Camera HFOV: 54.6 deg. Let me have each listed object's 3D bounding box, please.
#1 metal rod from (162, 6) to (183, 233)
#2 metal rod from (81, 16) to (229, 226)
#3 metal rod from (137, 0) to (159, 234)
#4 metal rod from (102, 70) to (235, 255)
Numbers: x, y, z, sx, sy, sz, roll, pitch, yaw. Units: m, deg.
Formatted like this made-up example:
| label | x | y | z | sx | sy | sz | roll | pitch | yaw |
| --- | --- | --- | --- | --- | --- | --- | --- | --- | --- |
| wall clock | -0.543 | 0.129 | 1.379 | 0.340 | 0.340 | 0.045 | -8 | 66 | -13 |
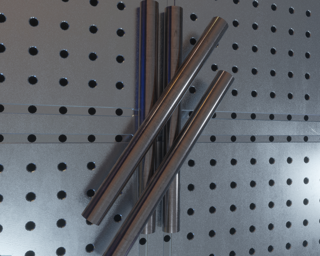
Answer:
| label | x | y | z | sx | sy | sz | roll | pitch | yaw |
| --- | --- | --- | --- | --- | --- | --- | --- | --- | --- |
| metal rod | 0.017 | -0.011 | 0.419 | 0.025 | 0.025 | 0.298 | 1 | 90 | -20 |
| metal rod | 0.000 | -0.017 | 0.387 | 0.025 | 0.025 | 0.300 | 37 | 78 | -17 |
| metal rod | -0.016 | -0.014 | 0.407 | 0.025 | 0.025 | 0.298 | 1 | 90 | -20 |
| metal rod | 0.010 | 0.053 | 0.389 | 0.025 | 0.025 | 0.300 | 36 | 78 | -17 |
